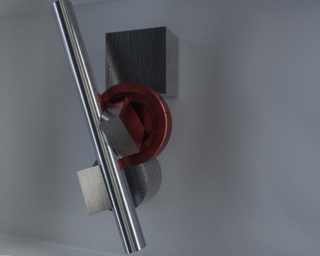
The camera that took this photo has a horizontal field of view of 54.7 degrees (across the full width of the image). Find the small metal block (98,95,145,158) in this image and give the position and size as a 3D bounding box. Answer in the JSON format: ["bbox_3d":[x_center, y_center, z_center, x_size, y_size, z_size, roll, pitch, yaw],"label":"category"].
[{"bbox_3d":[-0.043,-0.002,0.359,0.025,0.050,0.050,-19,119,15],"label":"small metal block"}]

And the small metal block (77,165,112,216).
[{"bbox_3d":[-0.078,0.073,0.366,0.025,0.050,0.050,-16,83,-14],"label":"small metal block"}]

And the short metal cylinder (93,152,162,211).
[{"bbox_3d":[-0.044,0.066,0.411,0.080,0.050,0.079,0,90,19],"label":"short metal cylinder"}]

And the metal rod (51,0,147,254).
[{"bbox_3d":[-0.073,-0.007,0.359,0.025,0.025,0.299,-20,84,18],"label":"metal rod"}]

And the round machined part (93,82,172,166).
[{"bbox_3d":[-0.032,-0.005,0.379,0.098,0.042,0.097,0,90,19],"label":"round machined part"}]

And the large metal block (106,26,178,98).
[{"bbox_3d":[-0.022,-0.080,0.401,0.080,0.050,0.079,0,90,19],"label":"large metal block"}]
